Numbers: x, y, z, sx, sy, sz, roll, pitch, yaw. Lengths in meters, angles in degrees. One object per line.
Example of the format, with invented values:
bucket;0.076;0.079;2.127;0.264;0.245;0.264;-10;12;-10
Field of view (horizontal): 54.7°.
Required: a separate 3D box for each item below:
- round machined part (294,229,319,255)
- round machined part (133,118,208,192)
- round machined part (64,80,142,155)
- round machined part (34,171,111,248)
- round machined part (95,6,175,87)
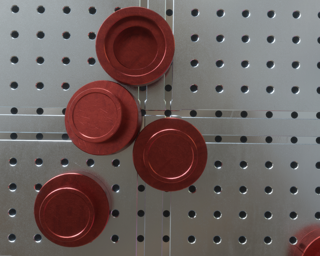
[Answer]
round machined part;0.233;0.187;0.408;0.099;0.042;0.097;0;90;-1
round machined part;0.013;0.035;0.405;0.099;0.042;0.097;0;90;-1
round machined part;-0.076;-0.014;0.395;0.099;0.042;0.097;-1;84;8
round machined part;-0.115;0.108;0.403;0.099;0.042;0.097;0;90;-1
round machined part;-0.031;-0.102;0.404;0.099;0.042;0.097;0;90;-1
